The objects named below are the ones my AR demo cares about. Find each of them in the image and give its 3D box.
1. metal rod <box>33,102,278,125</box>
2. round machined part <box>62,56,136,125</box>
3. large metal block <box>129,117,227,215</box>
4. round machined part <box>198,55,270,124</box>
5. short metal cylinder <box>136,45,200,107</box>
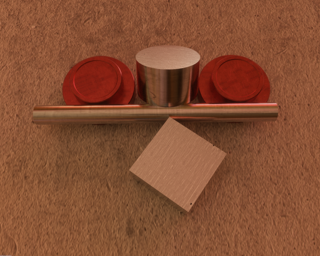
[{"bbox_3d":[-0.005,-0.019,0.394,0.302,0.025,0.025,-1,70,-1],"label":"metal rod"},{"bbox_3d":[-0.083,-0.056,0.420,0.099,0.042,0.098,0,70,0],"label":"round machined part"},{"bbox_3d":[0.021,0.047,0.377,0.080,0.050,0.080,34,73,11],"label":"large metal block"},{"bbox_3d":[0.102,-0.059,0.423,0.099,0.042,0.098,0,70,0],"label":"round machined part"},{"bbox_3d":[0.010,-0.069,0.402,0.080,0.050,0.080,0,35,0],"label":"short metal cylinder"}]
